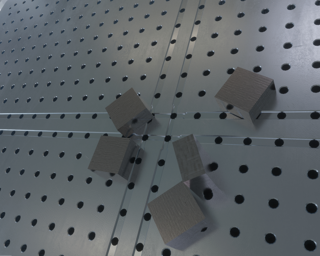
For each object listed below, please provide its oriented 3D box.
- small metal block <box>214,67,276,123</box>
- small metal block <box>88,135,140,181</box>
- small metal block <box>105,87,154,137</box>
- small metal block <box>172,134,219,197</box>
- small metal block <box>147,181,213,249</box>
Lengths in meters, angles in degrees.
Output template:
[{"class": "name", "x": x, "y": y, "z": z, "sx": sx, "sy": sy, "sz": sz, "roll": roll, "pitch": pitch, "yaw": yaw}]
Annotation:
[{"class": "small metal block", "x": 0.104, "y": -0.041, "z": 0.380, "sx": 0.050, "sy": 0.025, "sz": 0.050, "roll": 32, "pitch": 79, "yaw": 38}, {"class": "small metal block", "x": -0.062, "y": 0.040, "z": 0.418, "sx": 0.050, "sy": 0.025, "sz": 0.050, "roll": 4, "pitch": 64, "yaw": 30}, {"class": "small metal block", "x": -0.044, "y": -0.022, "z": 0.446, "sx": 0.050, "sy": 0.025, "sz": 0.050, "roll": -37, "pitch": 51, "yaw": 3}, {"class": "small metal block", "x": 0.040, "y": 0.042, "z": 0.346, "sx": 0.025, "sy": 0.050, "sz": 0.050, "roll": -24, "pitch": 53, "yaw": 14}, {"class": "small metal block", "x": 0.021, "y": 0.094, "z": 0.340, "sx": 0.050, "sy": 0.025, "sz": 0.050, "roll": -35, "pitch": 51, "yaw": 5}]
